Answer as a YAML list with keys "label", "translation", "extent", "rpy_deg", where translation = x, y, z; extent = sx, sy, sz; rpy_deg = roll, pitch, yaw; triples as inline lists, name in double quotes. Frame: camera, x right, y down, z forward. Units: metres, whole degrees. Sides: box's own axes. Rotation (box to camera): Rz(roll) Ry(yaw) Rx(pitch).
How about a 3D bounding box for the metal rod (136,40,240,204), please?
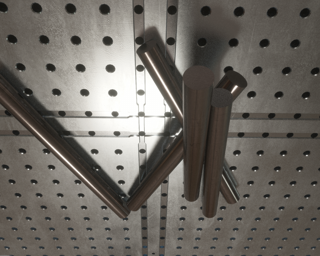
- label: "metal rod"
  translation: [0.052, 0.013, 0.423]
  extent: [0.025, 0.025, 0.299]
  rpy_deg: [-21, 127, 17]

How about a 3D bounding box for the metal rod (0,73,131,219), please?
- label: "metal rod"
  translation: [-0.129, 0.044, 0.447]
  extent: [0.025, 0.025, 0.299]
  rpy_deg: [-22, 127, 17]

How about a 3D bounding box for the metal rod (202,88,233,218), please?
- label: "metal rod"
  translation: [0.071, 0.058, 0.416]
  extent: [0.025, 0.025, 0.299]
  rpy_deg: [-5, 144, 3]

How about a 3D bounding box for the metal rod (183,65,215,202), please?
- label: "metal rod"
  translation: [0.041, 0.034, 0.375]
  extent: [0.025, 0.025, 0.299]
  rpy_deg: [-4, 150, 3]

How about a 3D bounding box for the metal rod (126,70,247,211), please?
- label: "metal rod"
  translation: [0.017, 0.039, 0.419]
  extent: [0.025, 0.025, 0.298]
  rpy_deg: [19, 135, -16]
